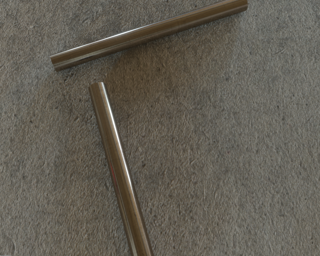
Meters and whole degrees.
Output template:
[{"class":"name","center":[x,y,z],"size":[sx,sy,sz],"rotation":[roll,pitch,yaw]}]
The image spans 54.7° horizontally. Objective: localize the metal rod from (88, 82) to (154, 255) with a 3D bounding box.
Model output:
[{"class":"metal rod","center":[-0.042,0.078,0.379],"size":[0.025,0.025,0.299],"rotation":[-16,71,-6]}]

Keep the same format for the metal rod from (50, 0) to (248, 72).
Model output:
[{"class":"metal rod","center":[-0.011,-0.143,0.460],"size":[0.302,0.025,0.025],"rotation":[-20,72,-8]}]
